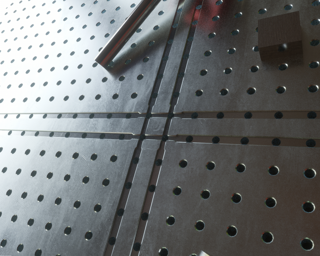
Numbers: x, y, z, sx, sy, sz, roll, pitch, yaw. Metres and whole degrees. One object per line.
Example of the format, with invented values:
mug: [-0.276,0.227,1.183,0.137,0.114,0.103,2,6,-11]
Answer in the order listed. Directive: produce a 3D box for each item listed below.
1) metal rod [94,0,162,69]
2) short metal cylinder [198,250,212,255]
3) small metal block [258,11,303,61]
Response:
metal rod: [-0.008,-0.225,0.526,0.300,0.025,0.025,-51,52,0]
short metal cylinder: [0.057,0.145,0.254,0.080,0.080,0.050,22,74,36]
small metal block: [0.155,-0.118,0.399,0.050,0.025,0.050,-5,59,25]
